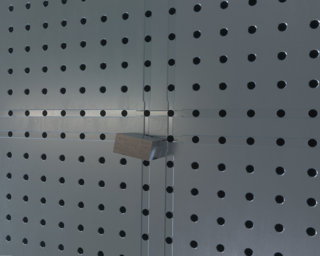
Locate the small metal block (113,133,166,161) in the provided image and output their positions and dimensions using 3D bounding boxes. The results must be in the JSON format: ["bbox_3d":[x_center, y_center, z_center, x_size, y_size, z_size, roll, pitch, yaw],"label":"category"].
[{"bbox_3d":[-0.026,0.023,0.409,0.050,0.050,0.025,12,94,19],"label":"small metal block"}]
